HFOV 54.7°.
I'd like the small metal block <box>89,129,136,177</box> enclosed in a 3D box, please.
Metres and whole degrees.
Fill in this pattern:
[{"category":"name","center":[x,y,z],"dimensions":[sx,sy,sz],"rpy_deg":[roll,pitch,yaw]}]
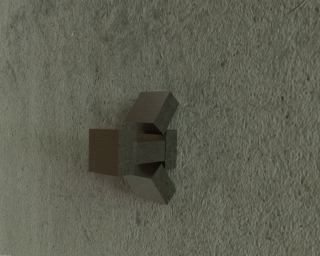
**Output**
[{"category":"small metal block","center":[-0.055,0.026,0.352],"dimensions":[0.050,0.025,0.050],"rpy_deg":[1,91,39]}]

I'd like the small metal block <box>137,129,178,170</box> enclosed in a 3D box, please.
[{"category":"small metal block","center":[-0.004,0.026,0.409],"dimensions":[0.050,0.025,0.050],"rpy_deg":[3,92,39]}]

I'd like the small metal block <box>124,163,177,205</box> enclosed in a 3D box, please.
[{"category":"small metal block","center":[-0.014,0.069,0.400],"dimensions":[0.050,0.025,0.050],"rpy_deg":[3,133,39]}]

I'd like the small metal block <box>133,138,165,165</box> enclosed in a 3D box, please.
[{"category":"small metal block","center":[-0.029,0.027,0.379],"dimensions":[0.050,0.050,0.025],"rpy_deg":[3,92,39]}]

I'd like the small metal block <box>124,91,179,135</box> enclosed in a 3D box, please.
[{"category":"small metal block","center":[-0.011,-0.020,0.398],"dimensions":[0.050,0.025,0.050],"rpy_deg":[4,56,40]}]
